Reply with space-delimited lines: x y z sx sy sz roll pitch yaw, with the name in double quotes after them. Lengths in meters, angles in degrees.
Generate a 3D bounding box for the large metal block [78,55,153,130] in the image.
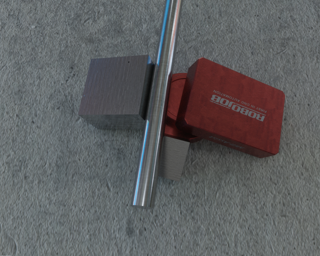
-0.049 -0.044 0.400 0.080 0.050 0.080 0 69 19 "large metal block"

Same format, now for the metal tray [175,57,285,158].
0.092 -0.023 0.392 0.131 0.030 0.090 19 71 -15 "metal tray"

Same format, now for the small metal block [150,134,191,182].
0.007 0.034 0.387 0.050 0.025 0.050 15 96 6 "small metal block"

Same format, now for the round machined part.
0.032 -0.031 0.412 0.099 0.042 0.098 0 70 0 "round machined part"

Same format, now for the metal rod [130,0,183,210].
0.001 -0.053 0.384 0.025 0.025 0.299 7 68 2 "metal rod"
